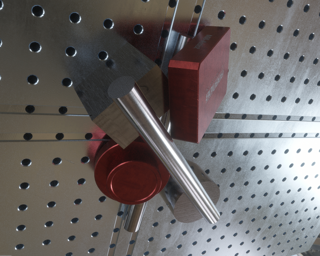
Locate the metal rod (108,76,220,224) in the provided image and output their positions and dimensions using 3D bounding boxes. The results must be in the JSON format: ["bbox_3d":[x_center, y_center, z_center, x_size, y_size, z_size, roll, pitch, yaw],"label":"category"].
[{"bbox_3d":[0.024,0.050,0.365,0.025,0.025,0.300,-37,138,-4],"label":"metal rod"}]

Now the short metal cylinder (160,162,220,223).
[{"bbox_3d":[0.046,0.101,0.485,0.081,0.050,0.079,-14,125,-21],"label":"short metal cylinder"}]

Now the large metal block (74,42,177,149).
[{"bbox_3d":[-0.037,-0.038,0.334,0.080,0.080,0.050,-41,130,0],"label":"large metal block"}]

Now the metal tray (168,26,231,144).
[{"bbox_3d":[0.049,-0.054,0.352,0.131,0.030,0.089,-53,146,-50],"label":"metal tray"}]

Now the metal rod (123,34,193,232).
[{"bbox_3d":[-0.005,0.023,0.424,0.025,0.025,0.298,2,117,-30],"label":"metal rod"}]

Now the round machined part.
[{"bbox_3d":[-0.035,0.060,0.399,0.099,0.042,0.097,-4,117,-8],"label":"round machined part"}]
